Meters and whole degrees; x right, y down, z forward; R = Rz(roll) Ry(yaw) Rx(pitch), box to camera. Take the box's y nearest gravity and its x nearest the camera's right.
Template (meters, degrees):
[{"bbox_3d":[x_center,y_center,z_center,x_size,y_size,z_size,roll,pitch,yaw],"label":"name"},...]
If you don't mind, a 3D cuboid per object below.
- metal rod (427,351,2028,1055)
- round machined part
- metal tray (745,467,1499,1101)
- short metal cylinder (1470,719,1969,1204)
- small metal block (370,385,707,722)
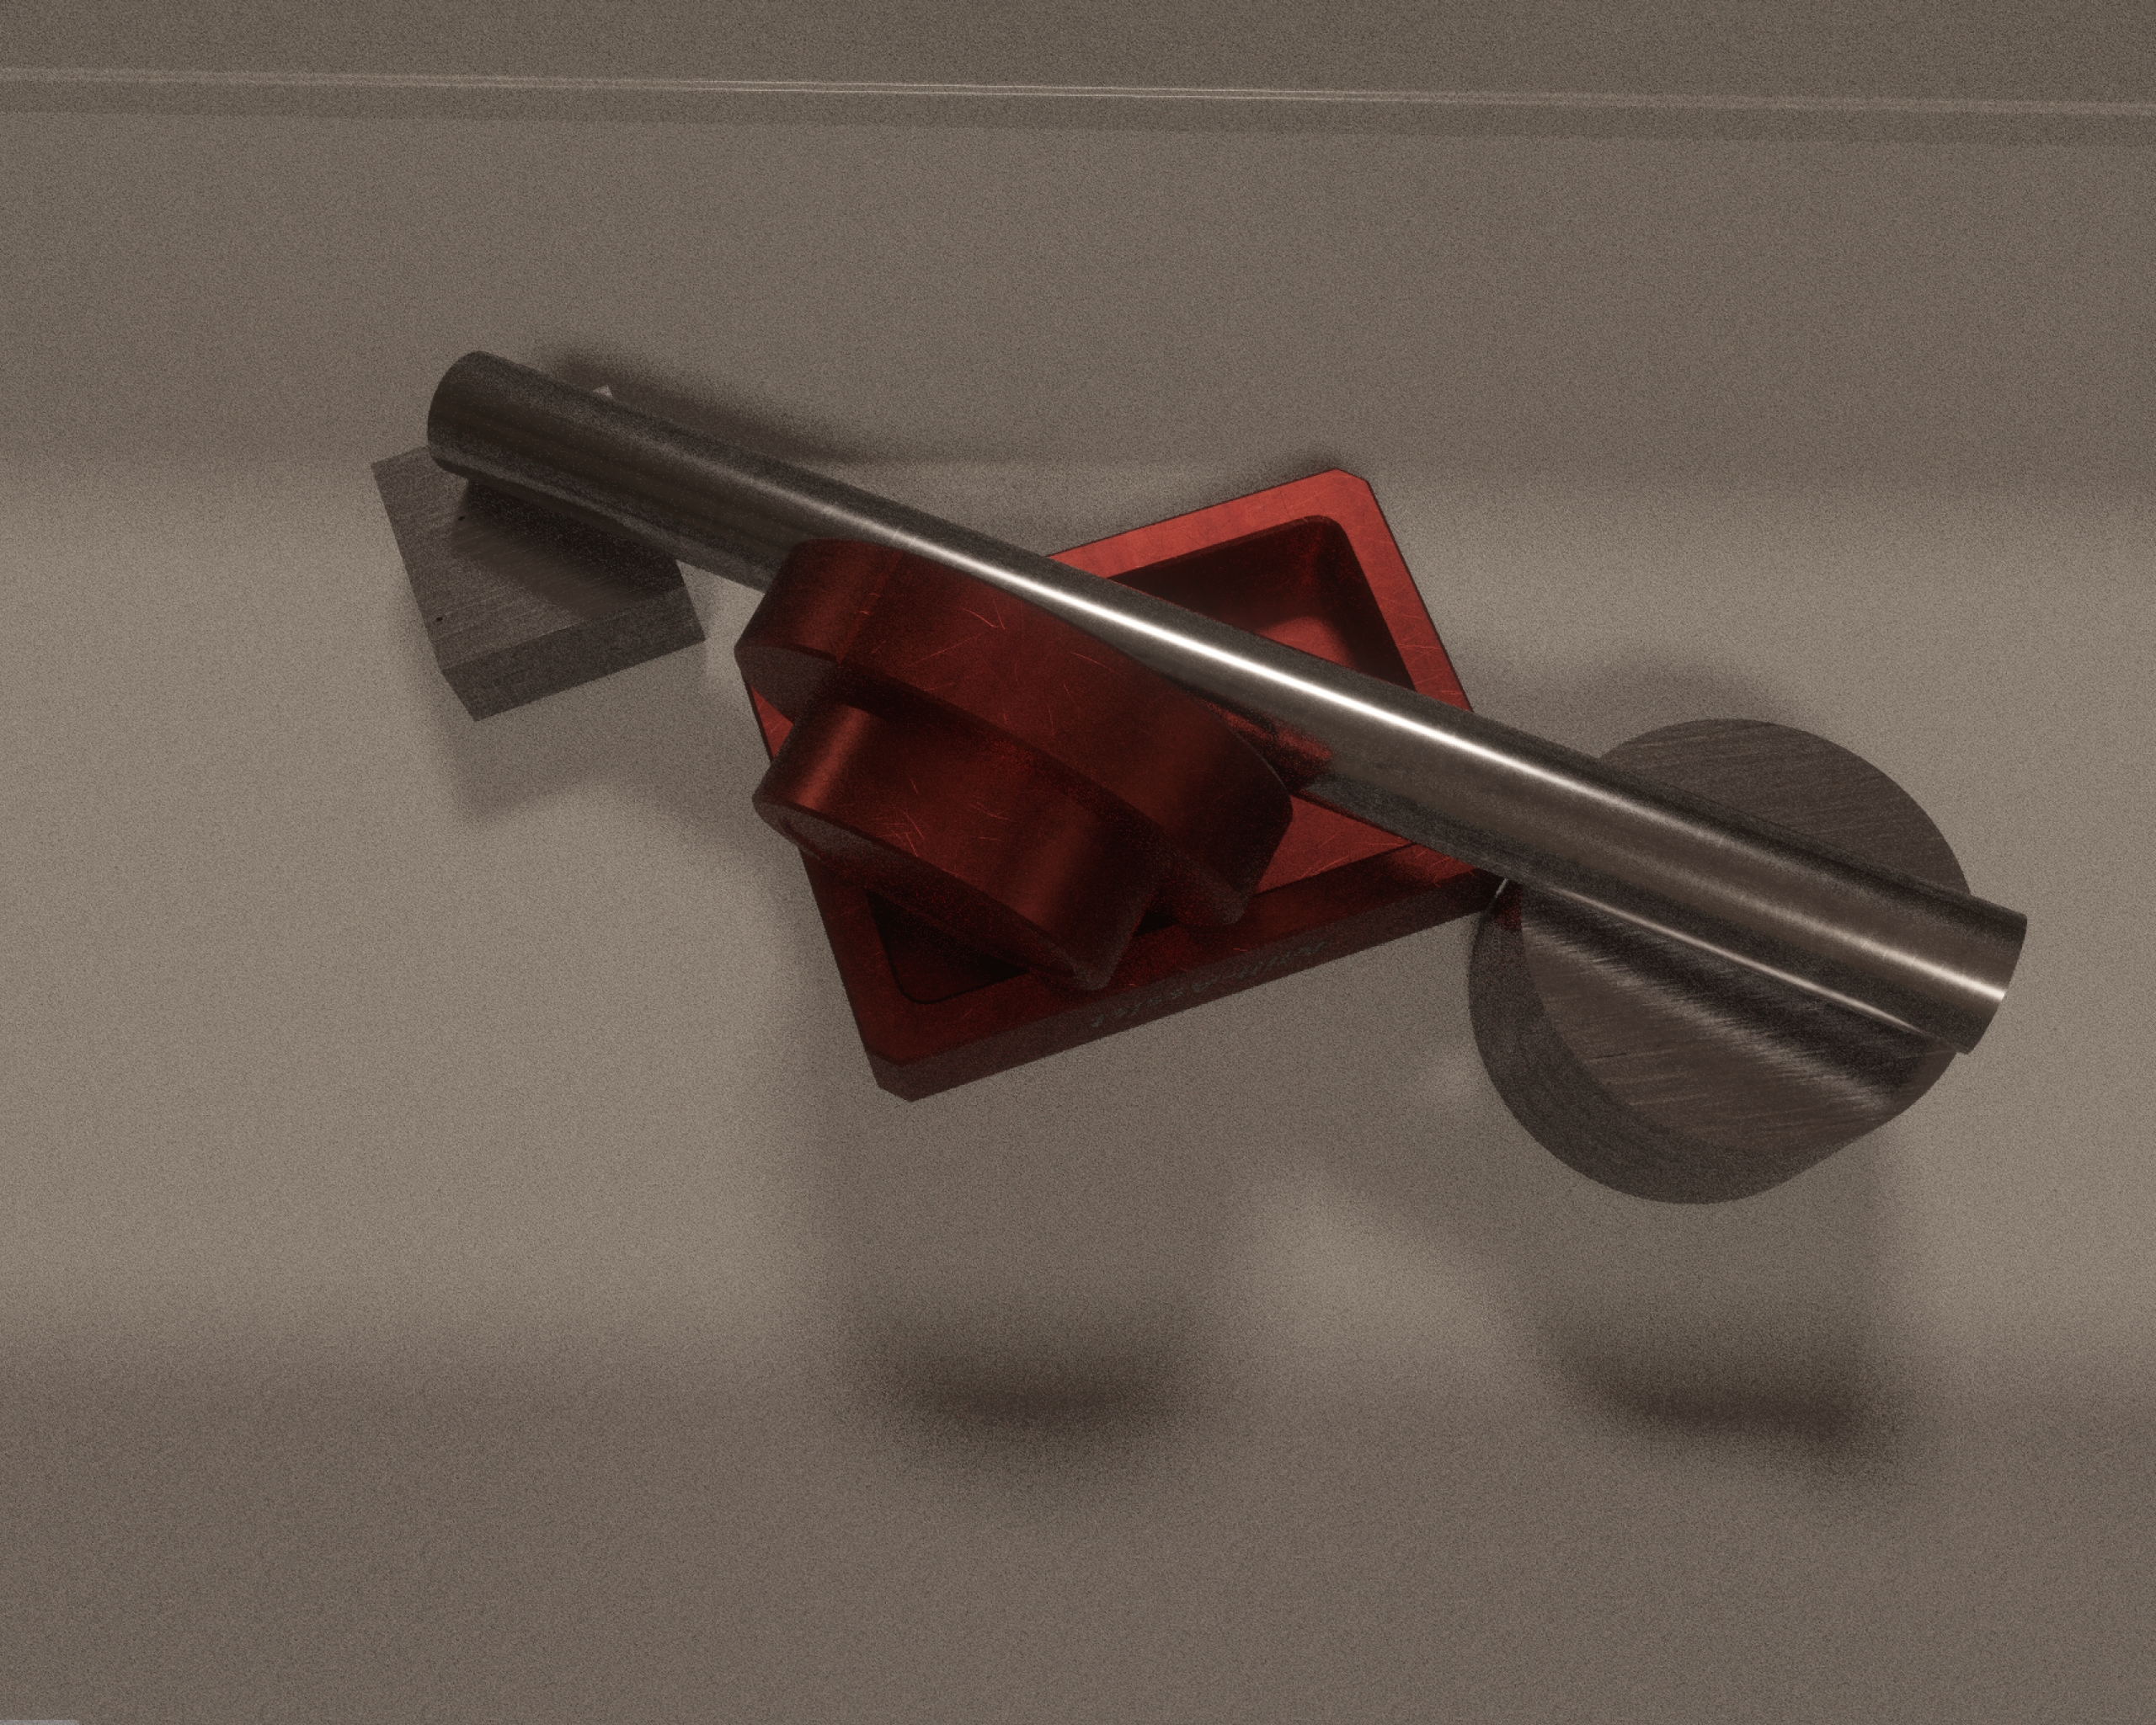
[{"bbox_3d":[0.015,-0.035,0.377,0.301,0.025,0.025,22,71,14],"label":"metal rod"},{"bbox_3d":[-0.016,-0.012,0.360,0.098,0.098,0.042,26,80,9],"label":"round machined part"},{"bbox_3d":[0.010,-0.017,0.411,0.131,0.030,0.090,-18,71,-7],"label":"metal tray"},{"bbox_3d":[0.118,0.020,0.389,0.081,0.050,0.080,0,70,0],"label":"short metal cylinder"},{"bbox_3d":[-0.111,-0.064,0.430,0.050,0.025,0.050,-21,72,-8],"label":"small metal block"}]
